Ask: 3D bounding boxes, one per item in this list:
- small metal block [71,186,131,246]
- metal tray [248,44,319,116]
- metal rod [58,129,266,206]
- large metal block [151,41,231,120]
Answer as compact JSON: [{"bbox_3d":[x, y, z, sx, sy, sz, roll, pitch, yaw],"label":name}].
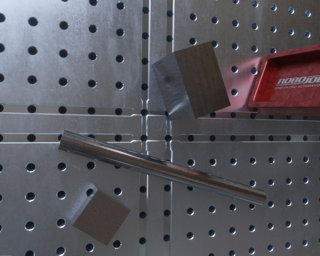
[{"bbox_3d":[-0.074,0.109,0.386,0.050,0.025,0.050,38,78,-16],"label":"small metal block"},{"bbox_3d":[0.189,-0.064,0.424,0.030,0.130,0.090,25,82,-27],"label":"metal tray"},{"bbox_3d":[0.017,0.060,0.418,0.302,0.025,0.025,19,84,-19],"label":"metal rod"},{"bbox_3d":[0.037,-0.056,0.397,0.050,0.080,0.080,-21,97,-19],"label":"large metal block"}]
